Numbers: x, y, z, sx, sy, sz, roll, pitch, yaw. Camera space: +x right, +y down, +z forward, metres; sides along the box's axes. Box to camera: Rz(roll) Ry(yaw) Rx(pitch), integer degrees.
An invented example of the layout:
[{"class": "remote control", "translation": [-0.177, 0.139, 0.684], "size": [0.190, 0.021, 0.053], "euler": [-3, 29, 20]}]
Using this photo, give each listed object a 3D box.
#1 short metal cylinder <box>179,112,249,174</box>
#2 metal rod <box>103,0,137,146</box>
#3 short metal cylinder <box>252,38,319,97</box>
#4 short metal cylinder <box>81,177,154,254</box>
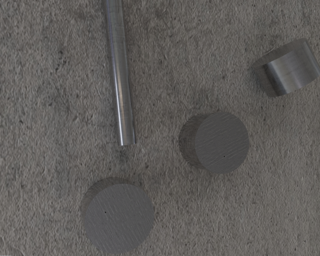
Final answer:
[{"class": "short metal cylinder", "translation": [0.073, 0.019, 0.423], "size": [0.081, 0.050, 0.079], "euler": [0, 90, -20]}, {"class": "metal rod", "translation": [-0.056, -0.128, 0.388], "size": [0.025, 0.025, 0.298], "euler": [-6, 92, -20]}, {"class": "short metal cylinder", "translation": [0.181, -0.087, 0.446], "size": [0.080, 0.080, 0.050], "euler": [-35, 102, -17]}, {"class": "short metal cylinder", "translation": [-0.053, 0.103, 0.376], "size": [0.081, 0.050, 0.079], "euler": [0, 90, -20]}]
